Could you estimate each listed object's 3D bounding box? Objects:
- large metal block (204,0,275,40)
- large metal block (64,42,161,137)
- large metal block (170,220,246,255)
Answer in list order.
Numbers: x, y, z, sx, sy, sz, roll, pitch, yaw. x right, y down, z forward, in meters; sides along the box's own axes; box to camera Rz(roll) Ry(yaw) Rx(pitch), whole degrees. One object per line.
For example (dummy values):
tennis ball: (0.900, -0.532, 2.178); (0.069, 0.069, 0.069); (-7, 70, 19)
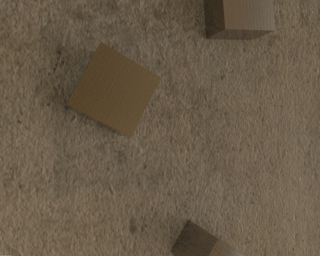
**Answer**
large metal block: (0.110, -0.172, 0.438); (0.081, 0.050, 0.079); (-5, 92, -20)
large metal block: (-0.058, -0.043, 0.375); (0.080, 0.050, 0.080); (29, 80, -18)
large metal block: (0.072, 0.173, 0.408); (0.080, 0.080, 0.050); (36, 79, -17)
